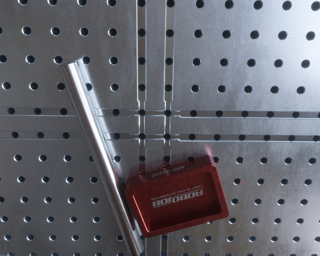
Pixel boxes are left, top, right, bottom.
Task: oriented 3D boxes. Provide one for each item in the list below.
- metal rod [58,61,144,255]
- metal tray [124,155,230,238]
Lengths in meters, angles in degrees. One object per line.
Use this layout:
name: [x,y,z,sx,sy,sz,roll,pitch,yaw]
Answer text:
metal rod: [-0.076,0.056,0.432,0.025,0.025,0.298,-14,110,5]
metal tray: [0.025,0.100,0.448,0.131,0.030,0.089,-17,110,5]
